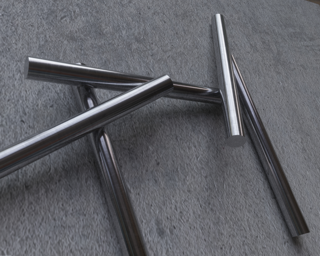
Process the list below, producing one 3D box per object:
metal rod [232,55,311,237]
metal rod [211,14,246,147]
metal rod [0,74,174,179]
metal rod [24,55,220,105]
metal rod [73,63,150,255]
[{"bbox_3d":[0.154,0.012,0.478,0.025,0.025,0.299,-2,63,-29],"label":"metal rod"},{"bbox_3d":[0.102,-0.094,0.488,0.025,0.025,0.300,20,45,-17],"label":"metal rod"},{"bbox_3d":[-0.105,0.009,0.316,0.302,0.025,0.025,-30,78,-30],"label":"metal rod"},{"bbox_3d":[-0.014,-0.055,0.407,0.302,0.025,0.025,4,60,-34],"label":"metal rod"},{"bbox_3d":[-0.053,0.056,0.341,0.025,0.025,0.299,-8,66,-32],"label":"metal rod"}]
